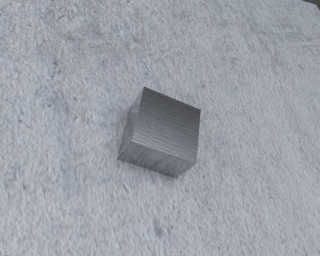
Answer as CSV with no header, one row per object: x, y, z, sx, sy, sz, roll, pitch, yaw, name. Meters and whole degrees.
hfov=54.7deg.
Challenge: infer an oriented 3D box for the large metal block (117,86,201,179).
0.001,0.007,0.385,0.080,0.050,0.080,21,54,-16,large metal block
